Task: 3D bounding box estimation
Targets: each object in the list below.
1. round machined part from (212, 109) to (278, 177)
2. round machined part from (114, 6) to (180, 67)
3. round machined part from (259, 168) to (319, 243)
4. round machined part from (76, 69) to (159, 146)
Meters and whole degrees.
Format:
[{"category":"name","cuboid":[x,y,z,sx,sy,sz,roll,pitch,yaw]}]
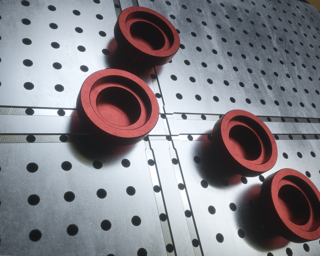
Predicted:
[{"category":"round machined part","cuboid":[0.116,0.025,0.447,0.099,0.042,0.098,14,56,-21]},{"category":"round machined part","cuboid":[-0.023,-0.132,0.467,0.099,0.042,0.098,14,56,-21]},{"category":"round machined part","cuboid":[0.178,0.109,0.429,0.099,0.042,0.098,14,56,-21]},{"category":"round machined part","cuboid":[-0.054,-0.022,0.383,0.099,0.042,0.098,14,56,-21]}]
